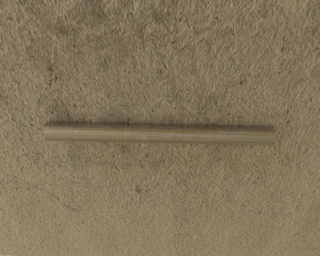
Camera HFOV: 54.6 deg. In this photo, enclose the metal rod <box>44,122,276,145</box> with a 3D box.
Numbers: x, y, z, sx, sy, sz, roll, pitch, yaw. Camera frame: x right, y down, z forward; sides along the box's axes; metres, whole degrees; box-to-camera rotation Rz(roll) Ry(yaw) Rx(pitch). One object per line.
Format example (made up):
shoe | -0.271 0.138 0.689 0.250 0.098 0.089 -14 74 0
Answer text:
metal rod | 0.001 0.008 0.415 0.302 0.025 0.025 1 130 -2
